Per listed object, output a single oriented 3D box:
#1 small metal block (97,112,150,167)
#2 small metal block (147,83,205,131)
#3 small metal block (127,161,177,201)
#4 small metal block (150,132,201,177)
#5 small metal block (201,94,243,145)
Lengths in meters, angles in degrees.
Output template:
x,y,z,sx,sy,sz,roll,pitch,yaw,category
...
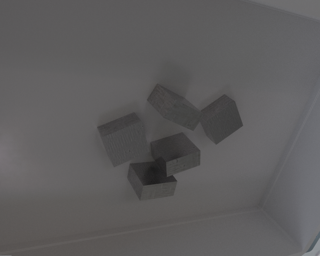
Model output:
x,y,z,sx,sy,sz,roll,pitch,yaw,category
-0.046,0.015,0.393,0.050,0.025,0.050,-23,127,-14,small metal block
0.019,-0.026,0.387,0.050,0.050,0.025,23,106,-37,small metal block
-0.012,0.072,0.430,0.050,0.050,0.025,-2,120,-28,small metal block
0.021,0.035,0.425,0.050,0.050,0.025,-17,125,-19,small metal block
0.087,-0.012,0.449,0.050,0.025,0.050,-35,129,-5,small metal block
